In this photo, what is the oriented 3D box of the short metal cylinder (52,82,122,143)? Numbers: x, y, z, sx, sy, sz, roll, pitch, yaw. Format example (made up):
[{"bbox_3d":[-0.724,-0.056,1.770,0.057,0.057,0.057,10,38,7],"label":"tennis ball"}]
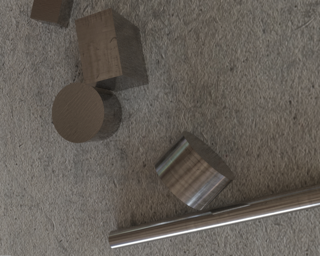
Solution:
[{"bbox_3d":[-0.100,-0.020,0.430,0.080,0.050,0.079,0,90,19],"label":"short metal cylinder"}]

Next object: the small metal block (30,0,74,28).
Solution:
[{"bbox_3d":[-0.161,-0.182,0.464,0.050,0.025,0.050,16,95,19],"label":"small metal block"}]

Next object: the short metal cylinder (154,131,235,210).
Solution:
[{"bbox_3d":[0.041,0.049,0.365,0.080,0.080,0.050,45,104,14],"label":"short metal cylinder"}]

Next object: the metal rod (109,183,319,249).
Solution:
[{"bbox_3d":[0.071,0.110,0.383,0.301,0.025,0.025,-18,84,18],"label":"metal rod"}]

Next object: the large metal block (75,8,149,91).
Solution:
[{"bbox_3d":[-0.059,-0.095,0.399,0.050,0.080,0.080,-11,87,19],"label":"large metal block"}]
